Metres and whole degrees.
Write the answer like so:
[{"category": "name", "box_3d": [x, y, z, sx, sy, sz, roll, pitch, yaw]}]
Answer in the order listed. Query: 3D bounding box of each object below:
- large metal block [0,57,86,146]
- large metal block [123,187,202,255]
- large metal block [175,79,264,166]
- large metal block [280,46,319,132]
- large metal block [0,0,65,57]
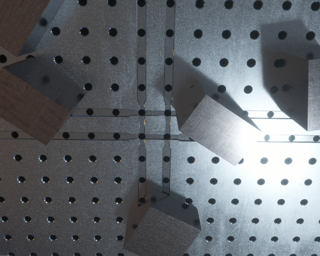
[{"category": "large metal block", "box_3d": [-0.144, -0.035, 0.369, 0.080, 0.080, 0.050, 35, 106, -12]}, {"category": "large metal block", "box_3d": [0.003, 0.147, 0.454, 0.080, 0.050, 0.080, 28, 108, -10]}, {"category": "large metal block", "box_3d": [0.068, -0.009, 0.382, 0.080, 0.080, 0.050, 32, 107, -12]}, {"category": "large metal block", "box_3d": [0.183, -0.050, 0.368, 0.050, 0.080, 0.079, -8, 110, 3]}, {"category": "large metal block", "box_3d": [-0.167, -0.139, 0.346, 0.080, 0.050, 0.080, 35, 106, -12]}]
